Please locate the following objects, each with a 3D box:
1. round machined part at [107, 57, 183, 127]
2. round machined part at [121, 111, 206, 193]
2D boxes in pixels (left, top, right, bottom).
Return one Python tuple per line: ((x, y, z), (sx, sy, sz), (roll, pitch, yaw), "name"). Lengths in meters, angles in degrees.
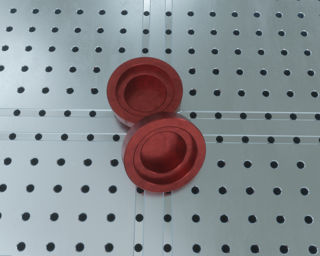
((-0.019, -0.043, 0.418), (0.099, 0.042, 0.098), (0, 70, -1), "round machined part")
((0.002, 0.026, 0.375), (0.099, 0.042, 0.097), (-6, 114, -14), "round machined part")
